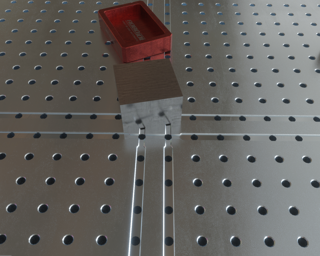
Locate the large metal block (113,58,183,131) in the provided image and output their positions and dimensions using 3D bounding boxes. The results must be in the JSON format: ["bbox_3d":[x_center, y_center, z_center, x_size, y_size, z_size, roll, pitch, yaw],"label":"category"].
[{"bbox_3d":[-0.018,-0.048,0.432,0.081,0.050,0.080,-9,51,-8],"label":"large metal block"}]

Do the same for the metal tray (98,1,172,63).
[{"bbox_3d":[-0.046,-0.175,0.550,0.091,0.030,0.130,-20,53,-17],"label":"metal tray"}]
